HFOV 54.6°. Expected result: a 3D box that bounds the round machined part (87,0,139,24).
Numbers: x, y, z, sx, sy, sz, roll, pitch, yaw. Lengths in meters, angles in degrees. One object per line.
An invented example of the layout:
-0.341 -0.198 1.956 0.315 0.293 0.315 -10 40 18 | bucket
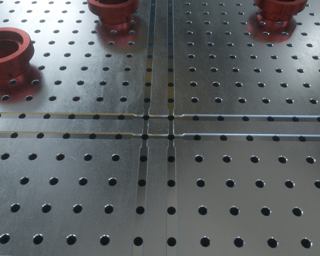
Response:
-0.088 -0.236 0.595 0.099 0.042 0.098 0 50 0 | round machined part

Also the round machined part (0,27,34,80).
-0.250 -0.115 0.492 0.099 0.042 0.098 0 50 0 | round machined part

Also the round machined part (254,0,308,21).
0.232 -0.245 0.604 0.099 0.042 0.098 0 50 0 | round machined part
